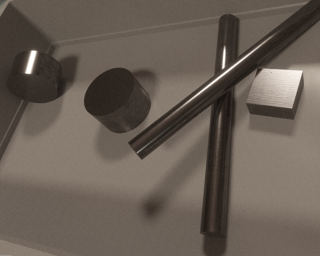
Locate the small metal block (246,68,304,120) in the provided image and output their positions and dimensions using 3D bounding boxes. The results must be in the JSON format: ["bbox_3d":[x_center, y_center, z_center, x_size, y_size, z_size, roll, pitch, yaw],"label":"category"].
[{"bbox_3d":[0.134,-0.040,0.360,0.050,0.025,0.050,11,67,32],"label":"small metal block"}]

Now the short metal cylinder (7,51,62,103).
[{"bbox_3d":[-0.214,-0.086,0.533,0.080,0.080,0.050,-14,56,20],"label":"short metal cylinder"}]

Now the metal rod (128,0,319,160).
[{"bbox_3d":[0.089,-0.066,0.369,0.301,0.025,0.025,-38,51,-10],"label":"metal rod"}]

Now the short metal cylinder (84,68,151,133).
[{"bbox_3d":[-0.060,-0.039,0.444,0.080,0.050,0.080,-13,56,20],"label":"short metal cylinder"}]

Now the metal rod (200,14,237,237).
[{"bbox_3d":[0.076,-0.024,0.380,0.025,0.025,0.299,-4,60,26],"label":"metal rod"}]
